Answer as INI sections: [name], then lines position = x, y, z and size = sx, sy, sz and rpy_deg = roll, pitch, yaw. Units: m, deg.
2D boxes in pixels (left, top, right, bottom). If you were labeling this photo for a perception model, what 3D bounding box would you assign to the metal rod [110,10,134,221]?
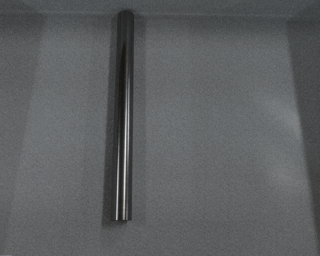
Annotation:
[metal rod]
position = -0.049, -0.030, 0.420
size = 0.025, 0.025, 0.299
rpy_deg = -1, 70, -1
